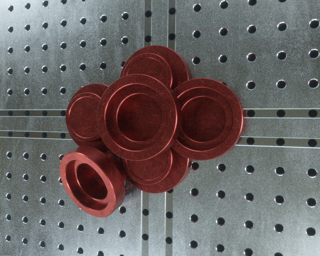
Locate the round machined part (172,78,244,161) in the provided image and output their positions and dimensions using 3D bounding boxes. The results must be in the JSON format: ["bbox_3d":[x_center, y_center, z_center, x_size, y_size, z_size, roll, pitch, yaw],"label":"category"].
[{"bbox_3d":[0.054,-0.010,0.384,0.098,0.042,0.097,0,90,20],"label":"round machined part"}]

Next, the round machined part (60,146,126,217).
[{"bbox_3d":[-0.085,0.068,0.420,0.098,0.042,0.097,15,120,28],"label":"round machined part"}]

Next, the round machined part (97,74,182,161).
[{"bbox_3d":[-0.021,-0.012,0.366,0.098,0.042,0.097,0,90,20],"label":"round machined part"}]

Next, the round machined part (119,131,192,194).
[{"bbox_3d":[-0.010,0.038,0.407,0.098,0.042,0.097,0,90,20],"label":"round machined part"}]

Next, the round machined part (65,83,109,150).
[{"bbox_3d":[-0.092,-0.014,0.437,0.098,0.042,0.097,0,90,20],"label":"round machined part"}]

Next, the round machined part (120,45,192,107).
[{"bbox_3d":[-0.010,-0.060,0.408,0.098,0.042,0.097,0,90,20],"label":"round machined part"}]
